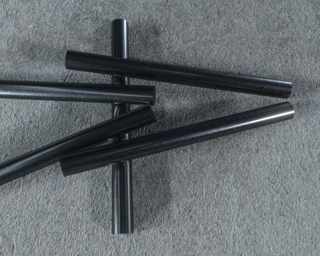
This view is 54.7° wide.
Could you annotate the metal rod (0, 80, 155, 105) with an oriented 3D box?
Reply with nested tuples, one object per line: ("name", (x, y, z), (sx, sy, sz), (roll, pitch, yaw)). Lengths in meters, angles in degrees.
("metal rod", (-0.157, -0.049, 0.410), (0.302, 0.025, 0.025), (3, 70, 6))

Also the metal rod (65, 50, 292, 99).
("metal rod", (0.028, -0.071, 0.418), (0.302, 0.025, 0.025), (7, 70, -5))

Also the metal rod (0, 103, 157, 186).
("metal rod", (-0.148, 0.038, 0.379), (0.302, 0.025, 0.025), (-22, 72, -3))

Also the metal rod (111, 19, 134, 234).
("metal rod", (-0.052, -0.016, 0.414), (0.025, 0.025, 0.299), (-3, 70, -2))

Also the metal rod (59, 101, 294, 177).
("metal rod", (0.031, 0.010, 0.389), (0.302, 0.025, 0.025), (-13, 71, -12))
